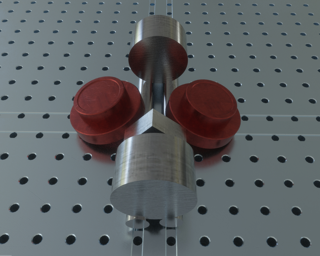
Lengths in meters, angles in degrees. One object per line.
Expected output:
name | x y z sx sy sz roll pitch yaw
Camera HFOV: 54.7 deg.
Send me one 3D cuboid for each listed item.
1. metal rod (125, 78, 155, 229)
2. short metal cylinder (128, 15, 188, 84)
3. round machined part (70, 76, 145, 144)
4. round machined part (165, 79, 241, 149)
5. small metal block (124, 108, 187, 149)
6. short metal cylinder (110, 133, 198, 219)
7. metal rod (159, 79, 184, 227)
metal rod | -0.021 -0.015 0.419 0.025 0.025 0.300 1 50 1
short metal cylinder | -0.002 -0.109 0.435 0.080 0.080 0.050 1 50 0
round machined part | -0.072 -0.030 0.405 0.098 0.042 0.098 -9 49 11
round machined part | 0.059 -0.025 0.400 0.099 0.042 0.098 10 49 -11
small metal block | -0.006 0.011 0.351 0.050 0.050 0.025 30 42 -30
short metal cylinder | -0.005 0.049 0.302 0.080 0.080 0.050 1 50 0
metal rod | 0.014 -0.016 0.420 0.025 0.025 0.300 1 50 1
